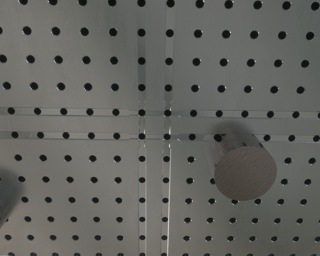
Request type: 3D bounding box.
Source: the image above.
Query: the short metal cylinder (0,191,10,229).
[{"bbox_3d":[-0.267,0.127,0.443,0.081,0.050,0.079,0,110,-1],"label":"short metal cylinder"}]

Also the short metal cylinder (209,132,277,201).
[{"bbox_3d":[0.110,0.051,0.421,0.081,0.050,0.079,0,110,-1],"label":"short metal cylinder"}]
